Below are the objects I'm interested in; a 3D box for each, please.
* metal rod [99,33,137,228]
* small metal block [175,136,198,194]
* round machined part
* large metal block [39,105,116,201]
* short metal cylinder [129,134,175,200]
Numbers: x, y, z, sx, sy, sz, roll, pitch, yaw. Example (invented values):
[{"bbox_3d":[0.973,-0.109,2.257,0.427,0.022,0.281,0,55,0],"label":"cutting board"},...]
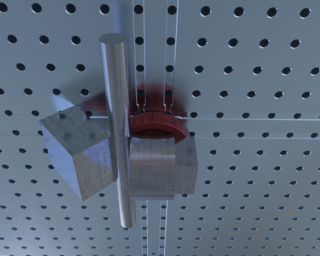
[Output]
[{"bbox_3d":[-0.046,0.031,0.383,0.025,0.025,0.298,0,130,-1],"label":"metal rod"},{"bbox_3d":[0.029,0.045,0.379,0.025,0.050,0.050,1,130,-1],"label":"small metal block"},{"bbox_3d":[-0.009,0.016,0.413,0.099,0.042,0.097,-1,130,0],"label":"round machined part"},{"bbox_3d":[-0.103,0.031,0.392,0.050,0.080,0.079,-29,139,-31],"label":"large metal block"},{"bbox_3d":[-0.009,0.047,0.376,0.050,0.080,0.079,1,130,-1],"label":"short metal cylinder"}]
